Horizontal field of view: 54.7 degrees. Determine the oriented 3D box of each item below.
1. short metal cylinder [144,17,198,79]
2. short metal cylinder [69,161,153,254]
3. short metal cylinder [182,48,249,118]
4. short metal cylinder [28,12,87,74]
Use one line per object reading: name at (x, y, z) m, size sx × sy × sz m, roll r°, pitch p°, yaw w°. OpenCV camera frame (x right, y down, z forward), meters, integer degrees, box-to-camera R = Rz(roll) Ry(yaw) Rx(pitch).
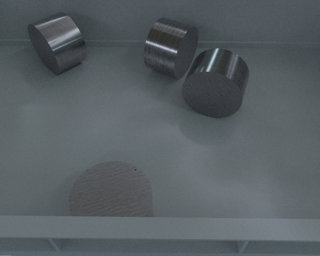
short metal cylinder at (0.018, -0.121, 0.471) m, size 0.050 × 0.080 × 0.080 m, roll 24°, pitch 54°, yaw 18°
short metal cylinder at (-0.048, 0.081, 0.320) m, size 0.080 × 0.050 × 0.080 m, roll 0°, pitch 50°, yaw 0°
short metal cylinder at (0.076, -0.059, 0.420) m, size 0.080 × 0.080 × 0.050 m, roll 16°, pitch 52°, yaw 13°
short metal cylinder at (-0.158, -0.131, 0.478) m, size 0.050 × 0.080 × 0.080 m, roll -36°, pitch 59°, yaw -26°
